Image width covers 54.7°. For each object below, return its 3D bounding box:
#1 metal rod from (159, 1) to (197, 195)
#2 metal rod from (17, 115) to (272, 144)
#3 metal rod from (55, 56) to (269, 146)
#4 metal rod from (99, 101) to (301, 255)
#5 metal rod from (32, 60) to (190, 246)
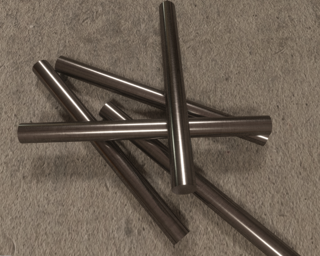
[{"bbox_3d":[0.017,-0.062,0.392,0.025,0.025,0.299,-2,55,-1],"label":"metal rod"},{"bbox_3d":[-0.017,0.002,0.379,0.302,0.025,0.025,-2,70,-1],"label":"metal rod"},{"bbox_3d":[-0.001,-0.039,0.422,0.301,0.025,0.025,20,71,7],"label":"metal rod"},{"bbox_3d":[0.042,0.066,0.384,0.300,0.025,0.025,39,74,12],"label":"metal rod"},{"bbox_3d":[-0.072,0.021,0.399,0.025,0.025,0.300,-39,75,-13],"label":"metal rod"}]
